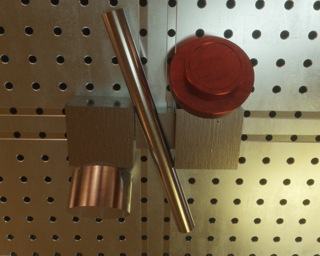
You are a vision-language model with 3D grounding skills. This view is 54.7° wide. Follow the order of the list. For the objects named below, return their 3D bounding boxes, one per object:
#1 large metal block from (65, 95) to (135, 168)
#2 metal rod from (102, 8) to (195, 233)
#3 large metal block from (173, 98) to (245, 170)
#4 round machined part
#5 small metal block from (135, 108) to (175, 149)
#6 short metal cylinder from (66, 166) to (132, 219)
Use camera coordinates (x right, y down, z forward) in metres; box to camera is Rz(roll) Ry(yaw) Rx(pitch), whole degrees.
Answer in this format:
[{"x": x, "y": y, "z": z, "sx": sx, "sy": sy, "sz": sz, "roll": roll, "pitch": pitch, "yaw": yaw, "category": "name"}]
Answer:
[{"x": -0.073, "y": 0.003, "z": 0.401, "sx": 0.081, "sy": 0.050, "sz": 0.079, "roll": 2, "pitch": 110, "yaw": -1, "category": "large metal block"}, {"x": -0.008, "y": 0.006, "z": 0.388, "sx": 0.025, "sy": 0.025, "sz": 0.298, "roll": -16, "pitch": 110, "yaw": 6, "category": "metal rod"}, {"x": 0.059, "y": 0.007, "z": 0.404, "sx": 0.081, "sy": 0.050, "sz": 0.079, "roll": 1, "pitch": 110, "yaw": -1, "category": "large metal block"}, {"x": 0.060, "y": -0.063, "z": 0.355, "sx": 0.099, "sy": 0.042, "sz": 0.098, "roll": 0, "pitch": 75, "yaw": -1, "category": "round machined part"}, {"x": -0.006, "y": 0.000, "z": 0.414, "sx": 0.050, "sy": 0.025, "sz": 0.050, "roll": 1, "pitch": 110, "yaw": -1, "category": "small metal block"}, {"x": -0.078, "y": 0.087, "z": 0.408, "sx": 0.080, "sy": 0.050, "sz": 0.080, "roll": 1, "pitch": 153, "yaw": 1, "category": "short metal cylinder"}]
